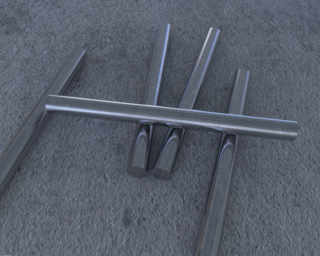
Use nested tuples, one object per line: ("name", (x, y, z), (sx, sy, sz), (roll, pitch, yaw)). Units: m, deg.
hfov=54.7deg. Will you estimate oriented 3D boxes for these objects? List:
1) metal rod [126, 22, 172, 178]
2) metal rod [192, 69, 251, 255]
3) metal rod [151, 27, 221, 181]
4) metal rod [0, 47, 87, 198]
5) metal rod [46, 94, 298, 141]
("metal rod", (-0.009, -0.063, 0.455), (0.025, 0.025, 0.300), (5, 50, 4))
("metal rod", (0.082, 0.030, 0.378), (0.025, 0.025, 0.300), (13, 51, 11))
("metal rod", (0.048, -0.056, 0.450), (0.025, 0.025, 0.300), (14, 51, 11))
("metal rod", (-0.164, -0.009, 0.409), (0.025, 0.025, 0.300), (10, 51, 8))
("metal rod", (0.010, -0.014, 0.380), (0.302, 0.025, 0.025), (7, 50, 5))
